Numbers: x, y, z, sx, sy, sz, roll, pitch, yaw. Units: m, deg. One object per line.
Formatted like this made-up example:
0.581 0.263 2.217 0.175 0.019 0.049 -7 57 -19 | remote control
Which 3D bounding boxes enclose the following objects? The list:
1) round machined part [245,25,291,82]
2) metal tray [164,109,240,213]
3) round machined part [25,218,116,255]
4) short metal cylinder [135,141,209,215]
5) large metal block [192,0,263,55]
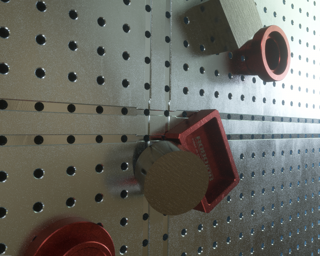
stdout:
0.191 -0.131 0.558 0.099 0.042 0.097 0 90 -40 | round machined part
0.067 0.047 0.461 0.091 0.030 0.129 -33 111 -35 | metal tray
-0.088 0.148 0.324 0.099 0.042 0.097 0 90 -40 | round machined part
0.013 0.060 0.385 0.081 0.050 0.079 -4 102 -17 | short metal cylinder
0.107 -0.173 0.482 0.080 0.050 0.080 -44 117 -31 | large metal block
